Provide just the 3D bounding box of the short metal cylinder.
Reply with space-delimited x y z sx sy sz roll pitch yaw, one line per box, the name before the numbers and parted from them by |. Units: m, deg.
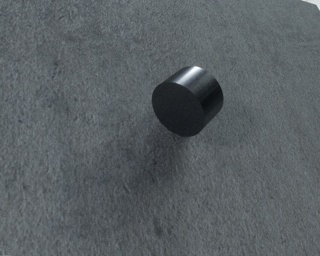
short metal cylinder | 0.036 -0.035 0.411 0.080 0.080 0.050 46 51 3
